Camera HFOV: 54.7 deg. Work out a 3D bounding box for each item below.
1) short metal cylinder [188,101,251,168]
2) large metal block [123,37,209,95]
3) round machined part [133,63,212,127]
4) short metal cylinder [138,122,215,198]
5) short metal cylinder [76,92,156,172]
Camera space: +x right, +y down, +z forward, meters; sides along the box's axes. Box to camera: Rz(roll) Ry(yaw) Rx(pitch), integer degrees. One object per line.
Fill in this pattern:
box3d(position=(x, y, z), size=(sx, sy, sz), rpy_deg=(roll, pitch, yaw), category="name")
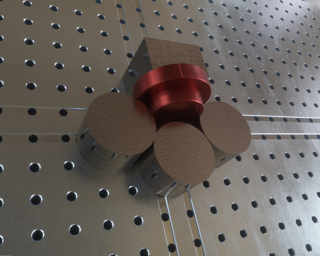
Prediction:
box3d(position=(0.077, 0.009, 0.428), size=(0.081, 0.050, 0.080), rpy_deg=(14, 56, -21), category="short metal cylinder")
box3d(position=(0.005, -0.071, 0.418), size=(0.081, 0.080, 0.050), rpy_deg=(1, 62, -28), category="large metal block")
box3d(position=(0.017, -0.034, 0.389), size=(0.099, 0.097, 0.042), rpy_deg=(2, 61, -28), category="round machined part")
box3d(position=(0.019, 0.039, 0.379), size=(0.081, 0.050, 0.080), rpy_deg=(14, 56, -21), category="short metal cylinder")
box3d(position=(-0.051, 0.005, 0.362), size=(0.081, 0.050, 0.080), rpy_deg=(14, 56, -21), category="short metal cylinder")
